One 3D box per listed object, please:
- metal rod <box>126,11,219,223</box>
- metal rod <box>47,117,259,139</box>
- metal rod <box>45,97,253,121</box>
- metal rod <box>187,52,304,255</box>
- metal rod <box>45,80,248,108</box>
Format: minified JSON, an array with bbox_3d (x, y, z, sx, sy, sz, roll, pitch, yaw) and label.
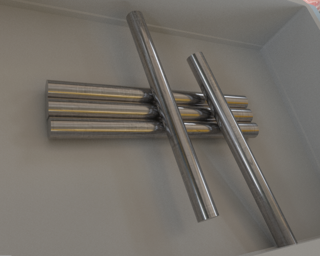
[{"bbox_3d":[0.008,-0.031,0.396,0.025,0.025,0.299,-5,64,-31],"label":"metal rod"},{"bbox_3d":[0.012,0.002,0.411,0.303,0.025,0.025,1,62,-28],"label":"metal rod"},{"bbox_3d":[0.006,-0.020,0.421,0.303,0.025,0.025,1,62,-28],"label":"metal rod"},{"bbox_3d":[0.110,0.031,0.421,0.025,0.025,0.299,-17,78,-35],"label":"metal rod"},{"bbox_3d":[0.001,-0.042,0.432,0.303,0.025,0.025,1,62,-28],"label":"metal rod"}]
